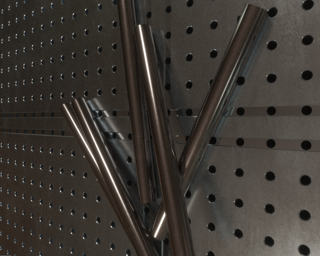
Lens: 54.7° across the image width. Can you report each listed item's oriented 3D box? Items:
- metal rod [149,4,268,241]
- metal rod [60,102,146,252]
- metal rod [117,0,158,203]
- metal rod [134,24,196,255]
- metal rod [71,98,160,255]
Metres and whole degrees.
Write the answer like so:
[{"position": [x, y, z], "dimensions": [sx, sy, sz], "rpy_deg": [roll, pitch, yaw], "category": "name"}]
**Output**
[{"position": [0.049, 0.007, 0.367], "dimensions": [0.025, 0.025, 0.298], "rpy_deg": [33, 110, 34], "category": "metal rod"}, {"position": [-0.085, 0.075, 0.476], "dimensions": [0.025, 0.025, 0.299], "rpy_deg": [-50, 61, 28], "category": "metal rod"}, {"position": [-0.033, -0.048, 0.434], "dimensions": [0.025, 0.025, 0.298], "rpy_deg": [-12, 83, 39], "category": "metal rod"}, {"position": [0.002, 0.004, 0.381], "dimensions": [0.025, 0.025, 0.299], "rpy_deg": [-25, 67, 37], "category": "metal rod"}, {"position": [-0.069, 0.071, 0.449], "dimensions": [0.025, 0.025, 0.299], "rpy_deg": [-48, 58, 29], "category": "metal rod"}]
